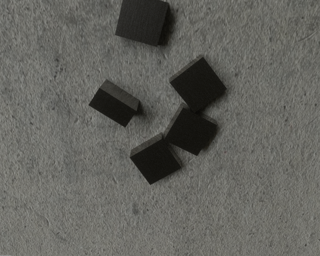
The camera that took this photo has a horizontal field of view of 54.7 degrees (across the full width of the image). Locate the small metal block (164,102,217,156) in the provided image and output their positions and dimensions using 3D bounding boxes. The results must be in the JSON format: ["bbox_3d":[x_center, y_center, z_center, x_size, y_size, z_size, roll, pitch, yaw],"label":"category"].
[{"bbox_3d":[0.039,0.002,0.411,0.050,0.025,0.050,27,108,-10],"label":"small metal block"}]

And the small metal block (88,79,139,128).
[{"bbox_3d":[-0.055,-0.032,0.384,0.050,0.050,0.025,32,107,-11],"label":"small metal block"}]

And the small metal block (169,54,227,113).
[{"bbox_3d":[0.047,-0.056,0.390,0.050,0.025,0.050,-37,106,12],"label":"small metal block"}]

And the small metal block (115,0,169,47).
[{"bbox_3d":[-0.021,-0.128,0.362,0.050,0.025,0.050,15,109,-6],"label":"small metal block"}]

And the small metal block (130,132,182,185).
[{"bbox_3d":[-0.006,0.042,0.425,0.050,0.025,0.050,-31,108,10],"label":"small metal block"}]
